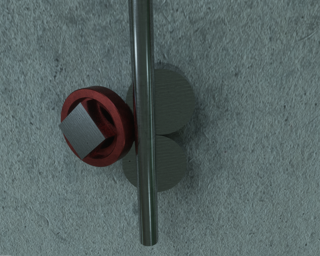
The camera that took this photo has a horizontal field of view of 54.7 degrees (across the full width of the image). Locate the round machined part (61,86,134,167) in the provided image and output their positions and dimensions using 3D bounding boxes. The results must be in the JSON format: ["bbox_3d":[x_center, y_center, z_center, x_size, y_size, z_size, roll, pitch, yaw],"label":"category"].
[{"bbox_3d":[-0.072,-0.004,0.386,0.098,0.042,0.097,9,110,27],"label":"round machined part"}]

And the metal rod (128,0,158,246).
[{"bbox_3d":[-0.017,0.009,0.361,0.025,0.025,0.298,-1,110,0],"label":"metal rod"}]

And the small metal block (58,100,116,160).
[{"bbox_3d":[-0.085,0.001,0.367,0.050,0.025,0.050,-38,85,32],"label":"small metal block"}]

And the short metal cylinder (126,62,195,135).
[{"bbox_3d":[0.001,-0.038,0.384,0.081,0.050,0.079,0,110,0],"label":"short metal cylinder"}]

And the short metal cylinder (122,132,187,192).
[{"bbox_3d":[-0.007,0.038,0.411,0.081,0.050,0.079,0,109,0],"label":"short metal cylinder"}]
